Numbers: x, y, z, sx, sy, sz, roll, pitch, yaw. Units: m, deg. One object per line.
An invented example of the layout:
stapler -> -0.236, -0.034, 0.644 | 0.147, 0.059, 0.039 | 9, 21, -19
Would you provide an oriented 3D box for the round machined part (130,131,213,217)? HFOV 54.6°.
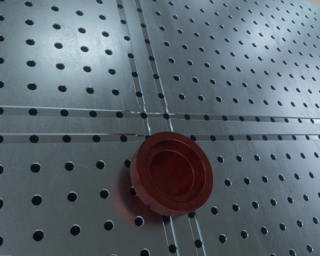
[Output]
round machined part -> 0.010, 0.056, 0.368 | 0.099, 0.042, 0.098 | 13, 56, -21
